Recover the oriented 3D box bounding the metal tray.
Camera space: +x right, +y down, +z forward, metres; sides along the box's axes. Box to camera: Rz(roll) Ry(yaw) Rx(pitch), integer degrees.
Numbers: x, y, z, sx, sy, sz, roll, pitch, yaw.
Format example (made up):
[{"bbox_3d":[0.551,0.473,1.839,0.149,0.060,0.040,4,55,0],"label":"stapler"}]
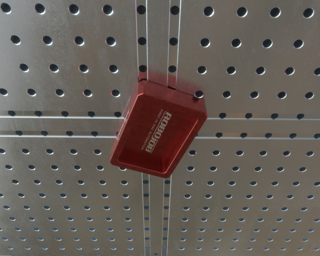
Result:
[{"bbox_3d":[-0.006,0.008,0.414,0.091,0.030,0.129,17,128,-14],"label":"metal tray"}]
